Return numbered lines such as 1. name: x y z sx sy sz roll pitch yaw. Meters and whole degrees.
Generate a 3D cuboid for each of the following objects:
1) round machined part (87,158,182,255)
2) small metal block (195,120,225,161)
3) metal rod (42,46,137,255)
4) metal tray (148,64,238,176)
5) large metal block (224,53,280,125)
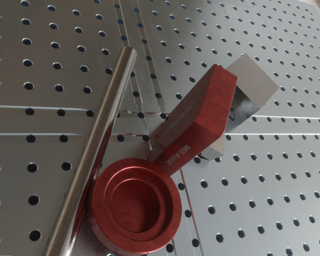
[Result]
1. round machined part: -0.029 0.085 0.330 0.099 0.042 0.098 15 56 -23
2. small metal block: 0.063 0.010 0.431 0.050 0.025 0.050 31 50 -27
3. metal rod: -0.072 0.010 0.364 0.025 0.025 0.300 23 53 -15
4. metal tray: 0.033 -0.003 0.362 0.030 0.129 0.090 30 52 -9
5. large metal block: 0.135 -0.065 0.507 0.080 0.050 0.080 47 51 4
